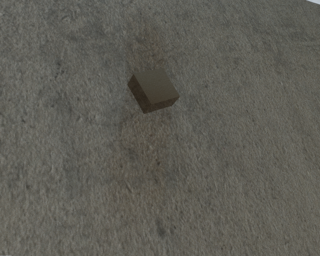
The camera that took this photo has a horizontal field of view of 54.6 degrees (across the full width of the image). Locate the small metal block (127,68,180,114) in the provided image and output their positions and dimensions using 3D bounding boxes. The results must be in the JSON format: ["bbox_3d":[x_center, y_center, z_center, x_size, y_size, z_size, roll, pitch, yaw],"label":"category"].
[{"bbox_3d":[-0.009,-0.052,0.430,0.050,0.025,0.050,-19,72,-35],"label":"small metal block"}]
